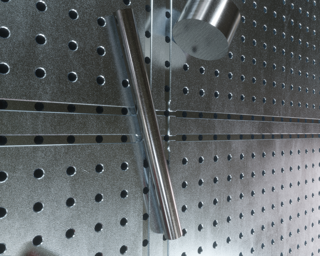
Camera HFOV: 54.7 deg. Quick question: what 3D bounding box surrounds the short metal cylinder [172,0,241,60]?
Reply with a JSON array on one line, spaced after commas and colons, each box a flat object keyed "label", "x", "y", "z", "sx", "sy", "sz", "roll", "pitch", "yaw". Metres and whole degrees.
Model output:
[{"label": "short metal cylinder", "x": 0.064, "y": -0.139, "z": 0.426, "sx": 0.080, "sy": 0.080, "sz": 0.050, "roll": 38, "pitch": 67, "yaw": -34}]

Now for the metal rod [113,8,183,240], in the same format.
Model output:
[{"label": "metal rod", "x": -0.013, "y": 0.003, "z": 0.398, "sx": 0.025, "sy": 0.025, "sz": 0.298, "roll": -21, "pitch": 103, "yaw": -38}]
